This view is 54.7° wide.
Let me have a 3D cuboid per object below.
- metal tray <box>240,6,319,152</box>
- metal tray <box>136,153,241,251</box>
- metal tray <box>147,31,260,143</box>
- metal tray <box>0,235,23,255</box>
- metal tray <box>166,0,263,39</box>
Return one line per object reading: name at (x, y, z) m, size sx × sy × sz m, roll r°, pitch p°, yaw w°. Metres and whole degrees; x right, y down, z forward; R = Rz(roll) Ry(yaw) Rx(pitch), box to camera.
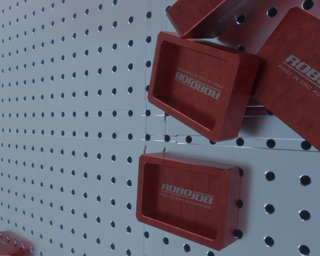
metal tray at (0.148, -0.039, 0.283) m, size 0.130 × 0.030 × 0.089 m, roll 48°, pitch 118°, yaw 29°
metal tray at (0.029, 0.083, 0.380) m, size 0.130 × 0.030 × 0.089 m, roll 6°, pitch 94°, yaw 39°
metal tray at (0.039, -0.051, 0.346) m, size 0.130 × 0.030 × 0.089 m, roll 35°, pitch 122°, yaw 46°
metal tray at (-0.355, 0.299, 0.694) m, size 0.130 × 0.030 × 0.089 m, roll 3°, pitch 92°, yaw 39°
metal tray at (0.079, -0.138, 0.297) m, size 0.130 × 0.091 × 0.030 m, roll -34°, pitch 85°, yaw 34°
